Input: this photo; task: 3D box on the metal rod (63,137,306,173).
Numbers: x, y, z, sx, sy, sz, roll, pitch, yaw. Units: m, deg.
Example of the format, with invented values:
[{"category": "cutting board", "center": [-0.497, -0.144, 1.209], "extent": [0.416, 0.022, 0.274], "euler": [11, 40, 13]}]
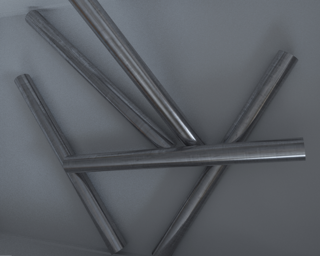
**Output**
[{"category": "metal rod", "center": [0.012, 0.036, 0.380], "extent": [0.301, 0.025, 0.025], "euler": [-6, 88, 21]}]

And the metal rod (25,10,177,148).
[{"category": "metal rod", "center": [-0.092, -0.072, 0.442], "extent": [0.300, 0.025, 0.025], "euler": [44, 104, 14]}]

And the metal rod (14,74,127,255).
[{"category": "metal rod", "center": [-0.136, 0.046, 0.458], "extent": [0.025, 0.025, 0.299], "euler": [-36, 79, 16]}]

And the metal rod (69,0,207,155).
[{"category": "metal rod", "center": [-0.040, -0.084, 0.357], "extent": [0.025, 0.025, 0.300], "euler": [-34, 105, 17]}]

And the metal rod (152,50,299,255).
[{"category": "metal rod", "center": [0.074, 0.043, 0.384], "extent": [0.025, 0.025, 0.299], "euler": [33, 101, 17]}]
